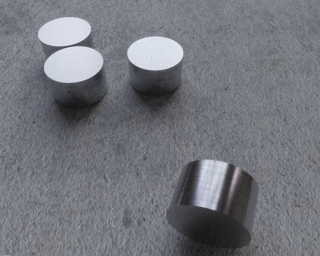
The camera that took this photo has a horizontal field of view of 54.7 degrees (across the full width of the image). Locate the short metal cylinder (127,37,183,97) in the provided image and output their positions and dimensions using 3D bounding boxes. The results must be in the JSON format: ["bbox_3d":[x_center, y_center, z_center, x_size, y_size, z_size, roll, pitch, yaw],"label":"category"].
[{"bbox_3d":[-0.007,-0.093,0.465,0.080,0.050,0.080,0,50,0],"label":"short metal cylinder"}]

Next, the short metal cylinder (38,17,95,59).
[{"bbox_3d":[-0.147,-0.135,0.499,0.080,0.050,0.080,0,50,0],"label":"short metal cylinder"}]

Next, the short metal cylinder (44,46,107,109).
[{"bbox_3d":[-0.119,-0.073,0.448,0.080,0.050,0.080,0,50,0],"label":"short metal cylinder"}]

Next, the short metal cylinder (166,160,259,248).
[{"bbox_3d":[0.052,0.075,0.304,0.080,0.080,0.050,15,52,12],"label":"short metal cylinder"}]
